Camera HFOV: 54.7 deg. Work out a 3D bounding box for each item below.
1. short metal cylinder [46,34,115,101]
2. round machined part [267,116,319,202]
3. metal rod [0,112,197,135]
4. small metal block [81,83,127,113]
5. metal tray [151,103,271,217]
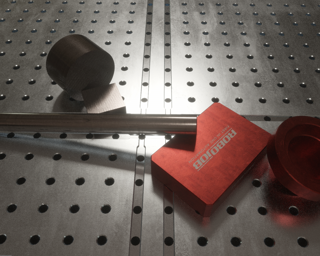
[{"bbox_3d":[-0.113,-0.086,0.443,0.080,0.080,0.050,-35,59,-26],"label":"short metal cylinder"},{"bbox_3d":[0.169,0.038,0.358,0.099,0.042,0.098,6,58,-9],"label":"round machined part"},{"bbox_3d":[-0.105,-0.006,0.390,0.302,0.025,0.025,1,50,8],"label":"metal rod"},{"bbox_3d":[-0.079,-0.033,0.434,0.050,0.025,0.050,-17,52,-14],"label":"small metal block"},{"bbox_3d":[0.064,0.032,0.379,0.090,0.030,0.131,36,58,26],"label":"metal tray"}]
